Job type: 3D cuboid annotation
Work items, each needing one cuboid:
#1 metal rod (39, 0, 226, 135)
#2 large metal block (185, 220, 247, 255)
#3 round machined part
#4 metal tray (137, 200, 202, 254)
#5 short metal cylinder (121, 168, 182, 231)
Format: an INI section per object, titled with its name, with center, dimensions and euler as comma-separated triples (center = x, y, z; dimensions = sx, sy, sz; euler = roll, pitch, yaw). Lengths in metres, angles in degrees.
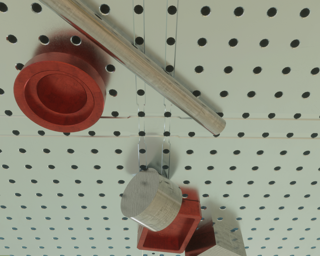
[metal rod]
center = -0.032, -0.079, 0.344
dimensions = 0.301, 0.025, 0.025
euler = 35, 122, -27
[large metal block]
center = 0.104, 0.229, 0.592
dimensions = 0.080, 0.050, 0.080
euler = 31, 123, -24
[round machined part]
center = -0.112, -0.044, 0.361
dimensions = 0.099, 0.042, 0.097
euler = -1, 130, 0
[metal tray]
center = 0.013, 0.178, 0.560
dimensions = 0.091, 0.030, 0.129
euler = 9, 130, -8
[short metal cylinder]
center = -0.013, 0.107, 0.467
dimensions = 0.080, 0.080, 0.050
euler = -35, 122, 26
